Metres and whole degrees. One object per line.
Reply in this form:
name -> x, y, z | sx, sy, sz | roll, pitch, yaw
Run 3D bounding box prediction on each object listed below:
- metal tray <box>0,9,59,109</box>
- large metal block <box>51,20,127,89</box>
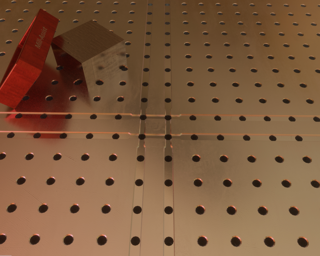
metal tray -> -0.192, -0.102, 0.450 | 0.030, 0.090, 0.130 | 28, 42, -31
large metal block -> -0.111, -0.118, 0.489 | 0.080, 0.050, 0.080 | 37, 59, 26
